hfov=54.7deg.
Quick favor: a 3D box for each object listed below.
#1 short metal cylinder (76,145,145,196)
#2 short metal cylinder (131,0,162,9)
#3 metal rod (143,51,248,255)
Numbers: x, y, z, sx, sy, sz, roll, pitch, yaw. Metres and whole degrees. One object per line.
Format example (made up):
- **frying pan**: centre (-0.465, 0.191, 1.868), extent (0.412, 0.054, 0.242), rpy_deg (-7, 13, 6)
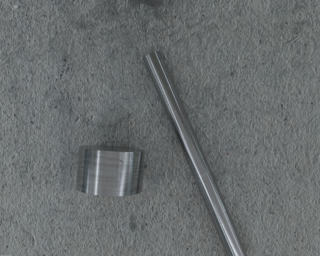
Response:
- **short metal cylinder**: centre (-0.060, 0.050, 0.382), extent (0.080, 0.080, 0.050), rpy_deg (4, 90, 0)
- **short metal cylinder**: centre (-0.016, -0.196, 0.382), extent (0.050, 0.080, 0.080), rpy_deg (18, 90, 0)
- **metal rod**: centre (0.048, 0.041, 0.410), extent (0.025, 0.025, 0.299), rpy_deg (-23, 90, 0)
